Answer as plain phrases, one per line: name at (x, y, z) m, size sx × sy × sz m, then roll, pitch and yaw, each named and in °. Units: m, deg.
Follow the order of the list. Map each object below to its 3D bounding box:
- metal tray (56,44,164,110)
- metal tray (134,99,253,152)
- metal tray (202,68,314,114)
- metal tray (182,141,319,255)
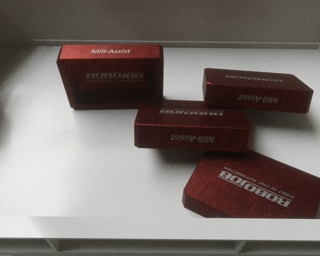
metal tray at (-0.061, -0.066, 0.417) m, size 0.131 × 0.089 × 0.030 m, roll -1°, pitch 50°, yaw -1°
metal tray at (0.038, -0.006, 0.383) m, size 0.131 × 0.030 × 0.090 m, roll 2°, pitch 23°, yaw 1°
metal tray at (0.126, -0.054, 0.424) m, size 0.131 × 0.030 × 0.090 m, roll 5°, pitch 23°, yaw 4°
metal tray at (0.102, 0.072, 0.343) m, size 0.130 × 0.030 × 0.090 m, roll 23°, pitch 53°, yaw 17°
